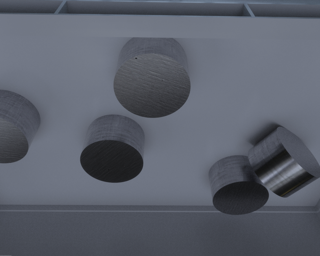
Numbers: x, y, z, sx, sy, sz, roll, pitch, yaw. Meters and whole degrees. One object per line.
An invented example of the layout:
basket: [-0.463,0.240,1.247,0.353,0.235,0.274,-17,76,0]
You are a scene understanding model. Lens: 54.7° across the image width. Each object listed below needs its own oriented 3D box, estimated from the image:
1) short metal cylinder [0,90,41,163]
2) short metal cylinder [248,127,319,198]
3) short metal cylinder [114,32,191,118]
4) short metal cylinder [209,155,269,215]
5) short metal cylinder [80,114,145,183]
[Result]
short metal cylinder: [-0.199,-0.001,0.390,0.081,0.050,0.079,0,130,0]
short metal cylinder: [0.165,0.045,0.412,0.080,0.080,0.050,29,124,-23]
short metal cylinder: [-0.008,-0.058,0.343,0.081,0.050,0.079,0,130,0]
short metal cylinder: [0.117,0.087,0.468,0.081,0.050,0.079,0,130,0]
short metal cylinder: [-0.062,0.028,0.416,0.081,0.050,0.079,0,130,0]
